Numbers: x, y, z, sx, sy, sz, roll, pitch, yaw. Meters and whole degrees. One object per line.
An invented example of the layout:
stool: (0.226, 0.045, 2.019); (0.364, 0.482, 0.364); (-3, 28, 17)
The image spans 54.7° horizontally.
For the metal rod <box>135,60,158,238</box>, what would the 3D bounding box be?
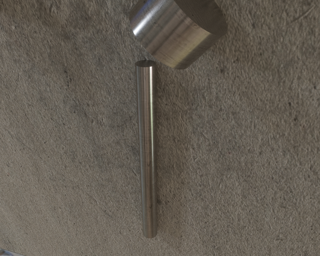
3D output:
metal rod: (-0.017, 0.050, 0.446); (0.025, 0.025, 0.298); (13, 124, 21)

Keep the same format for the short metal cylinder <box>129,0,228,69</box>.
short metal cylinder: (0.018, -0.104, 0.298); (0.080, 0.080, 0.050); (47, 129, -5)
